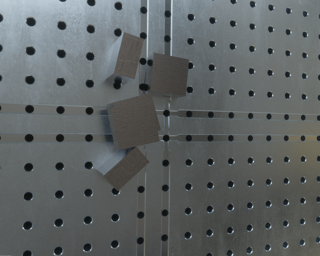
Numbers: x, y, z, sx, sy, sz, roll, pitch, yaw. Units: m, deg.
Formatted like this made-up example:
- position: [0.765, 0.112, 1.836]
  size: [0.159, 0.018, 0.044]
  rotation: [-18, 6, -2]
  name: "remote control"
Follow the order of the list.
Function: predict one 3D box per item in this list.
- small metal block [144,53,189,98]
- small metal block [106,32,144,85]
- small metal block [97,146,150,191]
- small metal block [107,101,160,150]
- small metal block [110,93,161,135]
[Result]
- position: [0.009, -0.070, 0.417]
  size: [0.050, 0.025, 0.050]
  rotation: [6, 88, -20]
  name: "small metal block"
- position: [-0.044, -0.084, 0.384]
  size: [0.025, 0.050, 0.050]
  rotation: [14, 85, -20]
  name: "small metal block"
- position: [-0.047, 0.047, 0.383]
  size: [0.050, 0.050, 0.025]
  rotation: [-42, 104, -15]
  name: "small metal block"
- position: [-0.032, -0.004, 0.375]
  size: [0.050, 0.025, 0.050]
  rotation: [-12, 94, -20]
  name: "small metal block"
- position: [-0.032, -0.014, 0.402]
  size: [0.050, 0.025, 0.050]
  rotation: [-17, 96, -20]
  name: "small metal block"
